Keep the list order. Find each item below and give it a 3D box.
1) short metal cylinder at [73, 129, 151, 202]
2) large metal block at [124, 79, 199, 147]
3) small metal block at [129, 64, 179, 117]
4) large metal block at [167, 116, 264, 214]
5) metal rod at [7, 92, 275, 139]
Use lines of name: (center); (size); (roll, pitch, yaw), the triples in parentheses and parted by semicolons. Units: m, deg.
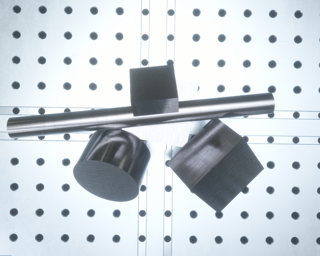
short metal cylinder: (-0.057, 0.046, 0.376); (0.080, 0.079, 0.050); (19, 47, 0)
large metal block: (0.000, -0.023, 0.397); (0.080, 0.050, 0.080); (11, 90, 0)
small metal block: (-0.007, -0.042, 0.348); (0.050, 0.025, 0.050); (-6, 55, 0)
large metal block: (0.069, 0.046, 0.376); (0.080, 0.050, 0.080); (-45, 134, 0)
metal rod: (-0.021, -0.014, 0.360); (0.302, 0.025, 0.025); (-6, 90, 0)
